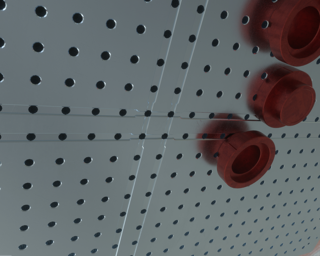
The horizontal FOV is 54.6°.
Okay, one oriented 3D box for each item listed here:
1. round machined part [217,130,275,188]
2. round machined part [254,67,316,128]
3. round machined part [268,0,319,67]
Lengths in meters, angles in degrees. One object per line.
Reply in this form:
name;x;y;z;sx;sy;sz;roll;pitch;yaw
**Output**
round machined part;0.133;0.046;0.500;0.099;0.042;0.097;-14;124;-21
round machined part;0.200;-0.042;0.482;0.099;0.042;0.097;-14;124;-21
round machined part;0.186;-0.136;0.416;0.099;0.042;0.097;-14;124;-21
